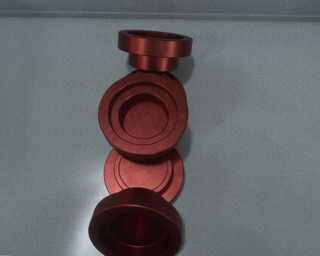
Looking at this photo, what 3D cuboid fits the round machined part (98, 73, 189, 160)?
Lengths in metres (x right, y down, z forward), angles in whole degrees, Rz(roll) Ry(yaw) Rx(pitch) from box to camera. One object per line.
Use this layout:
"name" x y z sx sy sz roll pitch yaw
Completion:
"round machined part" -0.018 -0.011 0.357 0.099 0.042 0.098 0 70 -1

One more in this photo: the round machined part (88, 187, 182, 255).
"round machined part" -0.025 0.104 0.341 0.099 0.097 0.042 6 33 2

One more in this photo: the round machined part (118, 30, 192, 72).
"round machined part" -0.008 -0.104 0.417 0.099 0.098 0.042 7 113 2

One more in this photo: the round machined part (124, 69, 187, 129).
"round machined part" -0.014 -0.039 0.413 0.099 0.042 0.098 0 70 -1

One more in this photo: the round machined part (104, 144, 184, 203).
"round machined part" -0.020 0.053 0.379 0.099 0.042 0.098 0 70 -1
